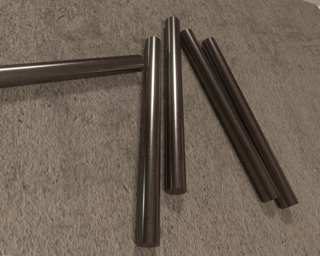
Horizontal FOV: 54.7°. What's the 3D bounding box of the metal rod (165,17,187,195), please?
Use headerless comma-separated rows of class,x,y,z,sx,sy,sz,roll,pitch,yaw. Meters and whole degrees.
metal rod,0.020,-0.052,0.447,0.025,0.025,0.299,14,56,-21

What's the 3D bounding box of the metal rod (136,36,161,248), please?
metal rod,-0.012,-0.005,0.401,0.025,0.025,0.299,14,56,-21

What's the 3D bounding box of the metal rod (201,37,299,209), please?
metal rod,0.134,-0.020,0.490,0.025,0.025,0.299,-8,66,-32

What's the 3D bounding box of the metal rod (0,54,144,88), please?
metal rod,-0.152,-0.063,0.360,0.303,0.025,0.025,-14,69,-34

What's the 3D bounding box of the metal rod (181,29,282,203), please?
metal rod,0.100,-0.030,0.478,0.025,0.025,0.299,-11,67,-33
